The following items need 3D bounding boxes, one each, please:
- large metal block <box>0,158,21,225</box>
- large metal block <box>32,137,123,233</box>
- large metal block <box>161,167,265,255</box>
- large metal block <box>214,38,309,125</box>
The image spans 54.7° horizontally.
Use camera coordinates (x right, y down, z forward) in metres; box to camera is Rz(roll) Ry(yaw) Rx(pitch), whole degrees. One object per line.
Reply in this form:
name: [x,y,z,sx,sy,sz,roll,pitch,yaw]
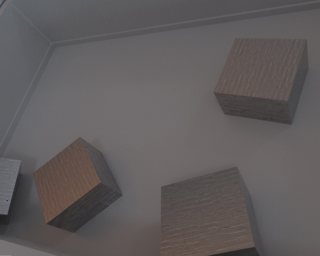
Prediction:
large metal block: [-0.248,0.086,0.437,0.081,0.050,0.080,11,55,-18]
large metal block: [-0.107,0.073,0.400,0.080,0.050,0.080,-38,51,2]
large metal block: [0.048,0.093,0.295,0.080,0.050,0.080,-18,41,17]
large metal block: [0.120,-0.056,0.361,0.080,0.050,0.080,12,68,32]
